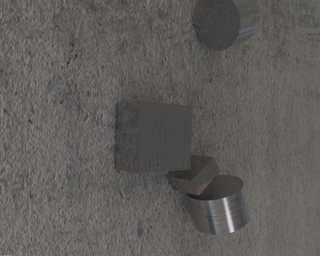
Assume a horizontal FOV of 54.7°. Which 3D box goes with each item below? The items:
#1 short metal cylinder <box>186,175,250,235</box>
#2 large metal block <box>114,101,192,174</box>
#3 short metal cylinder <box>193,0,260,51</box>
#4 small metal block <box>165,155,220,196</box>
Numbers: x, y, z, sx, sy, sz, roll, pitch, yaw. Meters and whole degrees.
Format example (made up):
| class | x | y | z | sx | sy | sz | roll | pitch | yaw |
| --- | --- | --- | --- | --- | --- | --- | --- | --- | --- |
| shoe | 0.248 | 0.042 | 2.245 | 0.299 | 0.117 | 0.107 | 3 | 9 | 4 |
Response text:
| class | x | y | z | sx | sy | sz | roll | pitch | yaw |
| --- | --- | --- | --- | --- | --- | --- | --- | --- | --- |
| short metal cylinder | 0.082 | 0.106 | 0.437 | 0.081 | 0.080 | 0.050 | -22 | 104 | -38 |
| large metal block | -0.008 | 0.011 | 0.382 | 0.081 | 0.050 | 0.080 | 2 | 89 | -40 |
| short metal cylinder | 0.095 | -0.158 | 0.448 | 0.050 | 0.080 | 0.080 | -29 | 108 | -36 |
| small metal block | 0.045 | 0.063 | 0.426 | 0.050 | 0.050 | 0.025 | -40 | 114 | -33 |
